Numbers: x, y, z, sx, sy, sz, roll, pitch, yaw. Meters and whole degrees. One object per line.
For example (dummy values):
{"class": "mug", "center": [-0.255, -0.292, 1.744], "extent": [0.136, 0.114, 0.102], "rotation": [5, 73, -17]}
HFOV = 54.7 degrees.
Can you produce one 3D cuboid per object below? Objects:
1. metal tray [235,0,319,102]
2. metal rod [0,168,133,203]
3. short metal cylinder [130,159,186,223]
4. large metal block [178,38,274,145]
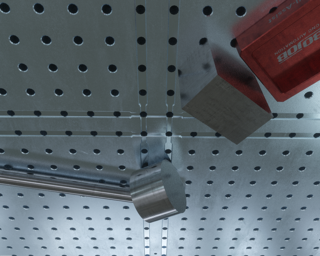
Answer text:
{"class": "metal tray", "center": [0.159, -0.095, 0.328], "extent": [0.130, 0.030, 0.090], "rotation": [-35, 123, 25]}
{"class": "metal rod", "center": [-0.107, 0.098, 0.493], "extent": [0.302, 0.025, 0.025], "rotation": [10, 129, -9]}
{"class": "short metal cylinder", "center": [-0.002, 0.092, 0.454], "extent": [0.050, 0.080, 0.080], "rotation": [-23, 127, 18]}
{"class": "large metal block", "center": [0.068, -0.041, 0.341], "extent": [0.080, 0.080, 0.050], "rotation": [31, 124, -24]}
